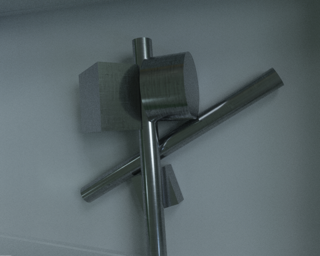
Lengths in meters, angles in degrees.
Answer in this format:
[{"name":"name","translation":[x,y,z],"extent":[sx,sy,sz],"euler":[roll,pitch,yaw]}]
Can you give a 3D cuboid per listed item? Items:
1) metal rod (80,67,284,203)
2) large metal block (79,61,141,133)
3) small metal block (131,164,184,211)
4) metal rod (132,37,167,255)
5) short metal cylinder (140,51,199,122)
[{"name":"metal rod","translation":[0.016,0.018,0.402],"extent":[0.300,0.025,0.025],"euler":[-33,80,16]},{"name":"large metal block","translation":[-0.067,-0.035,0.397],"extent":[0.080,0.050,0.079],"euler":[-5,88,60]},{"name":"small metal block","translation":[-0.003,0.081,0.409],"extent":[0.050,0.025,0.050],"euler":[-22,83,18]},{"name":"metal rod","translation":[-0.012,0.038,0.385],"extent":[0.025,0.025,0.298],"euler":[-5,87,19]},{"name":"short metal cylinder","translation":[0.014,-0.048,0.373],"extent":[0.050,0.080,0.080],"euler":[-5,89,18]}]
